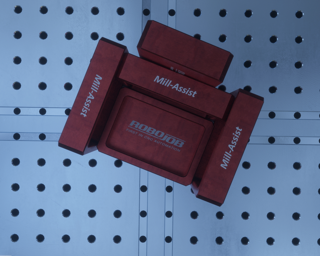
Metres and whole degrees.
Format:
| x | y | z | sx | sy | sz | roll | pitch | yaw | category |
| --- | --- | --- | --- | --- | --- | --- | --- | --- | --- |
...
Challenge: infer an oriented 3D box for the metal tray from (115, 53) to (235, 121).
| x | y | z | sx | sy | sz | roll | pitch | yaw | category |
| --- | --- | --- | --- | --- | --- | --- | --- | --- | --- |
| 0.017 | -0.046 | 0.381 | 0.131 | 0.090 | 0.030 | 22 | 91 | -1 | metal tray |

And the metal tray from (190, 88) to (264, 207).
| x | y | z | sx | sy | sz | roll | pitch | yaw | category |
| --- | --- | --- | --- | --- | --- | --- | --- | --- | --- |
| 0.077 | 0.021 | 0.381 | 0.030 | 0.090 | 0.129 | 22 | 90 | 0 | metal tray |

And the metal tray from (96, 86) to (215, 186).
| x | y | z | sx | sy | sz | roll | pitch | yaw | category |
| --- | --- | --- | --- | --- | --- | --- | --- | --- | --- |
| -0.006 | 0.011 | 0.410 | 0.131 | 0.030 | 0.090 | 22 | 90 | -1 | metal tray |

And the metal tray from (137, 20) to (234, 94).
| x | y | z | sx | sy | sz | roll | pitch | yaw | category |
| --- | --- | --- | --- | --- | --- | --- | --- | --- | --- |
| 0.025 | -0.075 | 0.360 | 0.090 | 0.130 | 0.030 | 22 | 91 | 0 | metal tray |

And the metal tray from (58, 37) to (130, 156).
| x | y | z | sx | sy | sz | roll | pitch | yaw | category |
| --- | --- | --- | --- | --- | --- | --- | --- | --- | --- |
| -0.074 | -0.035 | 0.380 | 0.030 | 0.090 | 0.130 | 22 | 90 | 0 | metal tray |
